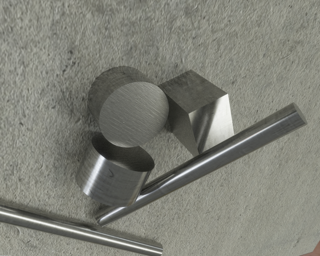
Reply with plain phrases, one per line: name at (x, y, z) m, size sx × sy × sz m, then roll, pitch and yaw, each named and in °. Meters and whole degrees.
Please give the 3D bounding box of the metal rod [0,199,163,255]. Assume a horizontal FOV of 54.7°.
metal rod at (-0.105, 0.149, 0.441) m, size 0.301 × 0.025 × 0.025 m, roll 32°, pitch 101°, yaw -38°

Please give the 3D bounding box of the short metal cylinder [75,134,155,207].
short metal cylinder at (-0.054, 0.049, 0.372) m, size 0.081 × 0.080 × 0.050 m, roll 15°, pitch 110°, yaw -35°

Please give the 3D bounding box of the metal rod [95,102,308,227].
metal rod at (0.026, 0.057, 0.371) m, size 0.299 × 0.025 × 0.025 m, roll -33°, pitch 135°, yaw 29°

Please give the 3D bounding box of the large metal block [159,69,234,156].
large metal block at (0.045, -0.015, 0.387) m, size 0.050 × 0.080 × 0.080 m, roll -27°, pitch 128°, yaw -11°

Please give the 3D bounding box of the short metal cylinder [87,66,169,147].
short metal cylinder at (-0.037, -0.025, 0.355) m, size 0.081 × 0.050 × 0.079 m, roll -14°, pitch 124°, yaw -21°
